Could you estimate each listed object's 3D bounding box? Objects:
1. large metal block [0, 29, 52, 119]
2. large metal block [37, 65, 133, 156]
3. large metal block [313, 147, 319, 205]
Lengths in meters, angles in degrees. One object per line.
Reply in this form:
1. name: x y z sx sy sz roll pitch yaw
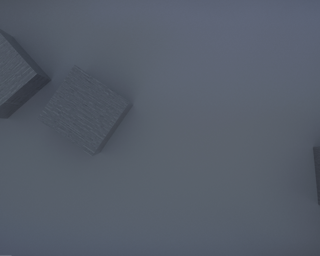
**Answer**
1. large metal block: -0.205 -0.069 0.397 0.080 0.050 0.080 -42 90 0
2. large metal block: -0.092 -0.021 0.398 0.080 0.050 0.080 35 90 0
3. large metal block: 0.239 0.064 0.386 0.050 0.080 0.080 -5 90 0
